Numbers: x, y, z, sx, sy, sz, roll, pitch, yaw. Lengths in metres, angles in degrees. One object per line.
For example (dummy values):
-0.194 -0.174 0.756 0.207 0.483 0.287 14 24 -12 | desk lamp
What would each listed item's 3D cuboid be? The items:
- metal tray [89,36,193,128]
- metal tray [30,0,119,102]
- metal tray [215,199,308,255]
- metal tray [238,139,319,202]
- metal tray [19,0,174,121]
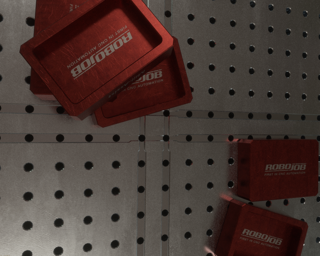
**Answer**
-0.030 -0.060 0.399 0.131 0.030 0.089 -17 96 -20 | metal tray
-0.094 -0.097 0.355 0.091 0.030 0.129 1 83 -4 | metal tray
0.156 0.169 0.469 0.131 0.030 0.090 21 83 -19 | metal tray
0.185 0.062 0.480 0.131 0.030 0.089 1 90 -21 | metal tray
-0.062 -0.081 0.323 0.130 0.030 0.090 -38 87 -8 | metal tray
